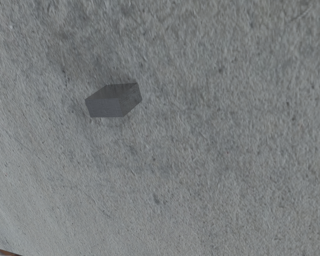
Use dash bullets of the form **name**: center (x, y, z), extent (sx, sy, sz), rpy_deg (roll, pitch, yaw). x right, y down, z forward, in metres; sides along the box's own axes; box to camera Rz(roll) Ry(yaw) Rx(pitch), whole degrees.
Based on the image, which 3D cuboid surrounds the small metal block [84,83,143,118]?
- **small metal block**: center (-0.059, -0.036, 0.398), extent (0.050, 0.050, 0.025), rpy_deg (1, 119, 27)
